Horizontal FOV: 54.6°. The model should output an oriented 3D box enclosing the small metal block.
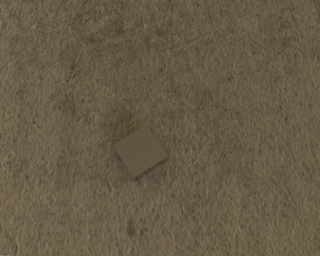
[{"bbox_3d":[-0.025,0.032,0.396,0.050,0.025,0.050,-32,73,-11],"label":"small metal block"}]
